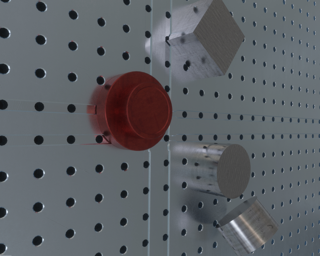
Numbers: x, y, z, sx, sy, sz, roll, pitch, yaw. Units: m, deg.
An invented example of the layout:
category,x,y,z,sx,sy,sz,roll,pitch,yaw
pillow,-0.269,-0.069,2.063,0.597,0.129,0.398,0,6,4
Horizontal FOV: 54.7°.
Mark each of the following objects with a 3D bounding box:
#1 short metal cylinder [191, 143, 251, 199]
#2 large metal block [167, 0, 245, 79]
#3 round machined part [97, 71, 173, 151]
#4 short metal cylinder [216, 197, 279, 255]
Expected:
category,x,y,z,sx,sy,sz,roll,pitch,yaw
short metal cylinder,0.093,0.063,0.471,0.081,0.050,0.080,0,90,-40
large metal block,0.069,-0.130,0.450,0.080,0.050,0.080,45,63,-31
round machined part,-0.023,-0.021,0.378,0.099,0.042,0.097,0,90,-40
short metal cylinder,0.133,0.150,0.476,0.081,0.080,0.050,-29,76,-36
